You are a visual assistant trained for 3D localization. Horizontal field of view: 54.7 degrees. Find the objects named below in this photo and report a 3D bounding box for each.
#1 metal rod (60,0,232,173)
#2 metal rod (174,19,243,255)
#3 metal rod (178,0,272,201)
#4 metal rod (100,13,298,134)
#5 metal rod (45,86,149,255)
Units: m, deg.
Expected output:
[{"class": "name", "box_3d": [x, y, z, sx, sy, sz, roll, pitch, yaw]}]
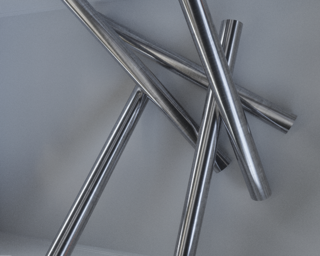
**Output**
[{"class": "metal rod", "box_3d": [-0.021, -0.064, 0.389, 0.025, 0.025, 0.300, -42, 88, 15]}, {"class": "metal rod", "box_3d": [0.053, 0.026, 0.359, 0.025, 0.025, 0.298, 12, 91, 19]}, {"class": "metal rod", "box_3d": [0.063, -0.051, 0.325, 0.025, 0.025, 0.299, -18, 108, 19]}, {"class": "metal rod", "box_3d": [0.029, -0.079, 0.400, 0.300, 0.025, 0.025, 32, 100, 17]}, {"class": "metal rod", "box_3d": [-0.076, 0.064, 0.371, 0.025, 0.025, 0.300, 19, 71, 19]}]
